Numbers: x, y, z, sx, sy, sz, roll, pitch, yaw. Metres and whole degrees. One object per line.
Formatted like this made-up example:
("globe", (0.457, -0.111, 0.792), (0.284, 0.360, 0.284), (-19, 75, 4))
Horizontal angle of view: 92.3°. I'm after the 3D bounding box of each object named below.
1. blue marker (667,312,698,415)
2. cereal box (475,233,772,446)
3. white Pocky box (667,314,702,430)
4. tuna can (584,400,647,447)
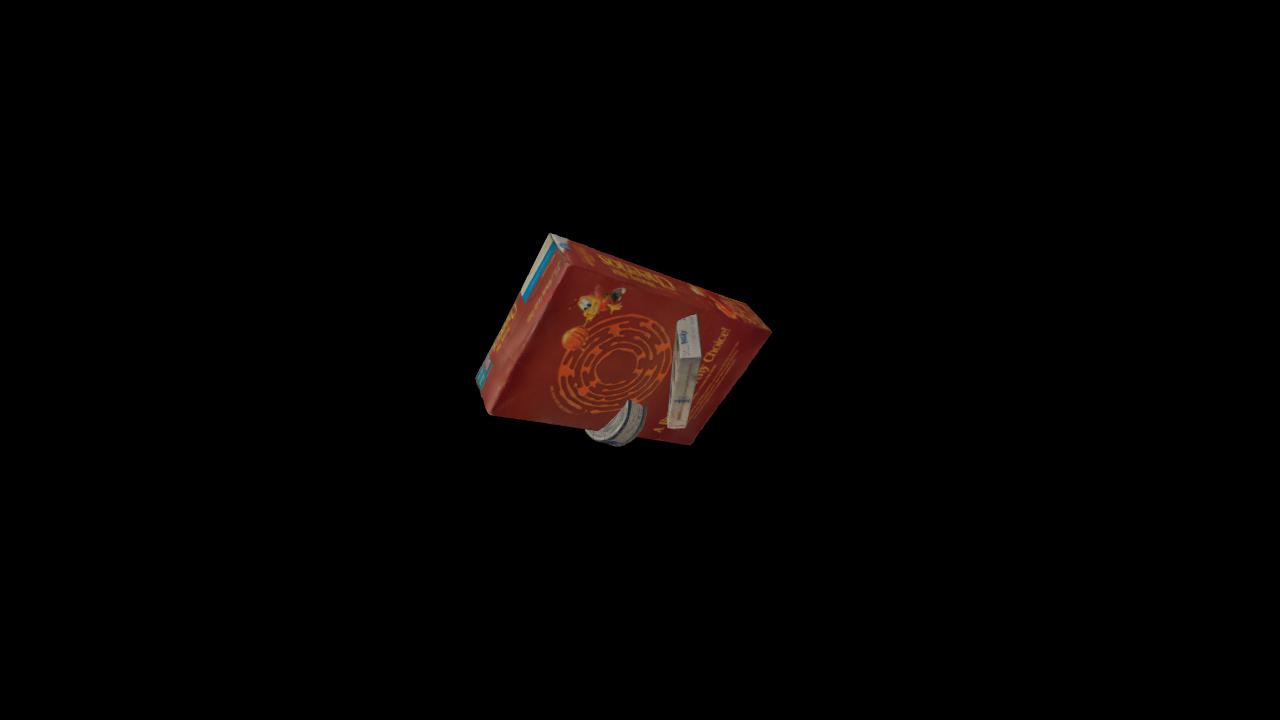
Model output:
("blue marker", (-0.015, -0.001, 0.758), (0.121, 0.020, 0.020), (-19, -10, 31))
("cereal box", (-0.014, -0.008, 0.740), (0.306, 0.203, 0.081), (14, 29, -35))
("white Pocky box", (0.049, 0.010, 0.743), (0.028, 0.084, 0.154), (0, -36, -5))
("tuna can", (-0.034, 0.063, 0.765), (0.084, 0.084, 0.034), (0, -15, 42))
